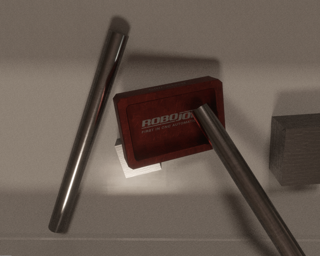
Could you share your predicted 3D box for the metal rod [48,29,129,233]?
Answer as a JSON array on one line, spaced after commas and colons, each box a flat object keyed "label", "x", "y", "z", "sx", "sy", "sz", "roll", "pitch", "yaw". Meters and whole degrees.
[{"label": "metal rod", "x": -0.101, "y": 0.017, "z": 0.416, "sx": 0.025, "sy": 0.025, "sz": 0.298, "roll": 19, "pitch": 109, "yaw": -8}]

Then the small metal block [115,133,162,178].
[{"label": "small metal block", "x": -0.029, "y": 0.036, "z": 0.424, "sx": 0.050, "sy": 0.025, "sz": 0.050, "roll": -14, "pitch": 110, "yaw": 5}]

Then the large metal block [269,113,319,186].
[{"label": "large metal block", "x": 0.195, "y": 0.027, "z": 0.411, "sx": 0.081, "sy": 0.050, "sz": 0.079, "roll": -4, "pitch": 110, "yaw": 1}]

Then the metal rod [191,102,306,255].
[{"label": "metal rod", "x": 0.128, "y": 0.102, "z": 0.374, "sx": 0.025, "sy": 0.025, "sz": 0.299, "roll": -33, "pitch": 87, "yaw": 11}]

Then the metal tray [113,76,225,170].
[{"label": "metal tray", "x": 0.015, "y": -0.008, "z": 0.386, "sx": 0.131, "sy": 0.030, "sz": 0.089, "roll": -13, "pitch": 110, "yaw": -13}]
